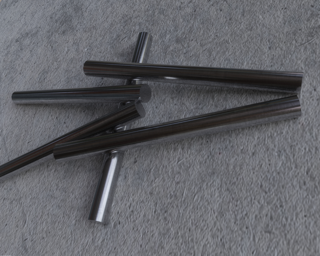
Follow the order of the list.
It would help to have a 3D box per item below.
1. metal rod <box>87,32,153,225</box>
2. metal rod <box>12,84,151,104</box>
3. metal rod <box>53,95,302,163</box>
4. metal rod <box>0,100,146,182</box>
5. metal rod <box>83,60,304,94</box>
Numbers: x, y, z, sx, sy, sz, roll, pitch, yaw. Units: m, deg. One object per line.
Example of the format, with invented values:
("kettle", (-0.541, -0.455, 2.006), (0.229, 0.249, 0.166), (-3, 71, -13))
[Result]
("metal rod", (-0.050, -0.017, 0.441), (0.025, 0.025, 0.299), (-3, 60, 26))
("metal rod", (-0.142, -0.051, 0.491), (0.300, 0.025, 0.025), (3, 63, 35))
("metal rod", (0.009, 0.005, 0.376), (0.301, 0.025, 0.025), (-11, 57, 13))
("metal rod", (-0.155, 0.031, 0.448), (0.300, 0.025, 0.025), (-23, 53, 20))
("metal rod", (0.026, -0.071, 0.413), (0.301, 0.025, 0.025), (8, 66, 24))
